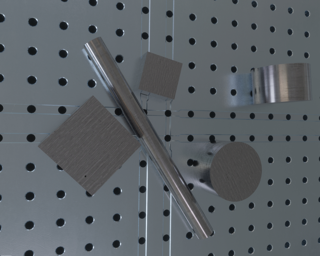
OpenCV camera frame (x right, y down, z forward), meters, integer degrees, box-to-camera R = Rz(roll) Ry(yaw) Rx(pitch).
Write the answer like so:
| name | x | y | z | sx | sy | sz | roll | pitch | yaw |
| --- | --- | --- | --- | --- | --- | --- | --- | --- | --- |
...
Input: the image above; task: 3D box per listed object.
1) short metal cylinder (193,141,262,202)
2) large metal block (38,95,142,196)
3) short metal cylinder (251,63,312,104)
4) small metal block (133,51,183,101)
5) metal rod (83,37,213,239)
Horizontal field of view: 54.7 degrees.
| name | x | y | z | sx | sy | sz | roll | pitch | yaw |
| --- | --- | --- | --- | --- | --- | --- | --- | --- | --- |
| short metal cylinder | 0.094 | 0.058 | 0.434 | 0.081 | 0.050 | 0.079 | 0 | 90 | -20 |
| large metal block | -0.084 | 0.019 | 0.369 | 0.080 | 0.050 | 0.080 | -46 | 105 | -14 |
| short metal cylinder | 0.175 | -0.062 | 0.448 | 0.081 | 0.080 | 0.050 | -4 | 92 | -20 |
| small metal block | -0.003 | -0.067 | 0.412 | 0.050 | 0.025 | 0.050 | 15 | 85 | -20 |
| metal rod | -0.010 | 0.021 | 0.409 | 0.025 | 0.025 | 0.299 | -33 | 101 | -17 |
